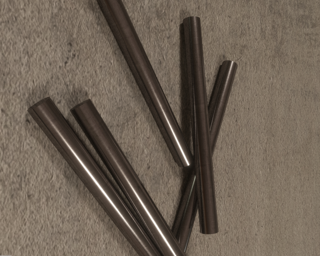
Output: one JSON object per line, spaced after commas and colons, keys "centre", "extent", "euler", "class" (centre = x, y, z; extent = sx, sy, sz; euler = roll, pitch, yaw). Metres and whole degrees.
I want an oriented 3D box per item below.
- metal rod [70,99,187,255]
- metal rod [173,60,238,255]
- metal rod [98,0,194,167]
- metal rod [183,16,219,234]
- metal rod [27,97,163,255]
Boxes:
{"centre": [-0.016, 0.100, 0.377], "extent": [0.025, 0.025, 0.299], "euler": [-40, 110, -33], "class": "metal rod"}
{"centre": [0.068, 0.034, 0.464], "extent": [0.025, 0.025, 0.299], "euler": [30, 71, -37], "class": "metal rod"}
{"centre": [-0.024, -0.078, 0.385], "extent": [0.025, 0.025, 0.299], "euler": [-40, 115, -33], "class": "metal rod"}
{"centre": [0.056, -0.007, 0.433], "extent": [0.025, 0.025, 0.298], "euler": [0, 84, -40], "class": "metal rod"}
{"centre": [-0.051, 0.095, 0.364], "extent": [0.025, 0.025, 0.299], "euler": [-45, 117, -31], "class": "metal rod"}
